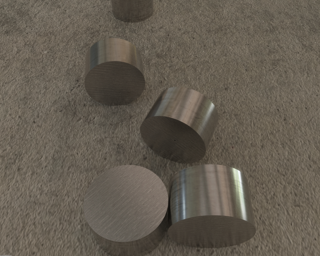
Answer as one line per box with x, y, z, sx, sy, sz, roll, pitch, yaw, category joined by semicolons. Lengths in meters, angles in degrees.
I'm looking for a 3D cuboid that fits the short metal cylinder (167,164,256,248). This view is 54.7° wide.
0.048;0.078;0.302;0.080;0.080;0.050;1;50;1;short metal cylinder

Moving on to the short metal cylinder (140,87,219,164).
0.024;-0.002;0.370;0.080;0.080;0.050;18;53;14;short metal cylinder

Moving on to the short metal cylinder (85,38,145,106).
-0.063;-0.077;0.431;0.081;0.080;0.050;-6;51;-5;short metal cylinder

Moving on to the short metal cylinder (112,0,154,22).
-0.053;-0.247;0.594;0.080;0.050;0.080;0;50;0;short metal cylinder

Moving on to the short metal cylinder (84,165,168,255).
-0.032;0.085;0.315;0.081;0.050;0.080;0;50;0;short metal cylinder
